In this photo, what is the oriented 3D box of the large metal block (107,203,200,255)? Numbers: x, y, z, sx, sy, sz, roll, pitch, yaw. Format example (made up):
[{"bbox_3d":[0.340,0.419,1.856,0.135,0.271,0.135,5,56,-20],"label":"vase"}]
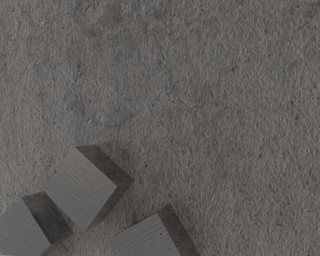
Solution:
[{"bbox_3d":[-0.007,0.156,0.398,0.080,0.050,0.080,-33,79,17],"label":"large metal block"}]

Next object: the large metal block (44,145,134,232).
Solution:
[{"bbox_3d":[-0.098,0.080,0.430,0.080,0.050,0.080,39,102,15],"label":"large metal block"}]

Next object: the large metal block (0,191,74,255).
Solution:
[{"bbox_3d":[-0.193,0.154,0.464,0.080,0.050,0.080,-42,77,15],"label":"large metal block"}]
